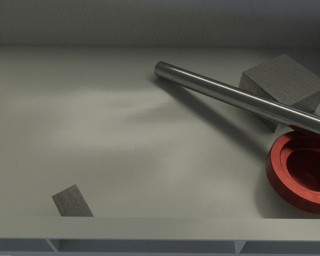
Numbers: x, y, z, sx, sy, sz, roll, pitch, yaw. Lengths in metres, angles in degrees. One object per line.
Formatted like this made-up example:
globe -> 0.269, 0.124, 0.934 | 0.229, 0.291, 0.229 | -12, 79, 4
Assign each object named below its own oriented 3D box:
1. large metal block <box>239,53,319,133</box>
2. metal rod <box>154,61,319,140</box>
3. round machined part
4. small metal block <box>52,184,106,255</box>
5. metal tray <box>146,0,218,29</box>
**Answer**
large metal block -> 0.168, -0.051, 0.434 | 0.081, 0.050, 0.080 | -25, 55, -20
metal rod -> 0.110, -0.035, 0.400 | 0.300, 0.025, 0.025 | 27, 54, 34
round machined part -> 0.170, 0.053, 0.352 | 0.099, 0.042, 0.098 | 0, 50, 0
small metal block -> -0.081, 0.093, 0.310 | 0.025, 0.050, 0.050 | -27, 55, -21
metal tray -> 0.038, -0.230, 0.597 | 0.131, 0.030, 0.090 | -1, 50, -1
